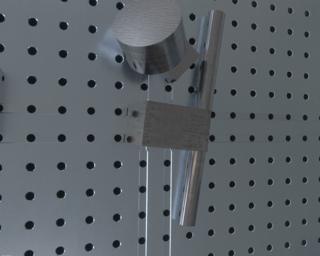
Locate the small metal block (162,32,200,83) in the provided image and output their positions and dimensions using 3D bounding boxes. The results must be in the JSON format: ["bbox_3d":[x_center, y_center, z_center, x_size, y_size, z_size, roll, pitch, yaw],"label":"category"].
[{"bbox_3d":[0.017,-0.097,0.419,0.050,0.025,0.050,46,76,-15],"label":"small metal block"}]

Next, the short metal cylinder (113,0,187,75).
[{"bbox_3d":[-0.010,-0.112,0.374,0.080,0.050,0.080,-6,61,10],"label":"short metal cylinder"}]

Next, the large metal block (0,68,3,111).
[{"bbox_3d":[-0.214,-0.028,0.321,0.081,0.050,0.080,5,89,-20],"label":"large metal block"}]

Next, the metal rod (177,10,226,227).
[{"bbox_3d":[0.058,-0.015,0.434,0.025,0.025,0.298,10,87,-20],"label":"metal rod"}]

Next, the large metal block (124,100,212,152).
[{"bbox_3d":[0.007,-0.001,0.386,0.081,0.080,0.050,7,88,-20],"label":"large metal block"}]
